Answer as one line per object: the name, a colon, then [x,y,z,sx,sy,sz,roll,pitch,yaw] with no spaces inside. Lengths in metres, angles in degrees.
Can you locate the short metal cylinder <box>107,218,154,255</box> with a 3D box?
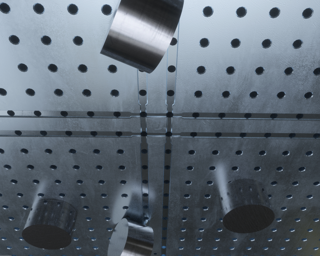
short metal cylinder: [-0.053,0.208,0.552,0.050,0.080,0.080,25,126,-20]

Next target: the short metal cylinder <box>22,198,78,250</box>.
short metal cylinder: [-0.188,0.167,0.535,0.081,0.050,0.079,0,130,0]

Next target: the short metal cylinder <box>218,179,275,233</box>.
short metal cylinder: [0.139,0.128,0.506,0.081,0.050,0.079,0,130,0]

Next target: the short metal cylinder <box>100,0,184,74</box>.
short metal cylinder: [-0.019,-0.098,0.292,0.050,0.080,0.079,20,127,-16]
